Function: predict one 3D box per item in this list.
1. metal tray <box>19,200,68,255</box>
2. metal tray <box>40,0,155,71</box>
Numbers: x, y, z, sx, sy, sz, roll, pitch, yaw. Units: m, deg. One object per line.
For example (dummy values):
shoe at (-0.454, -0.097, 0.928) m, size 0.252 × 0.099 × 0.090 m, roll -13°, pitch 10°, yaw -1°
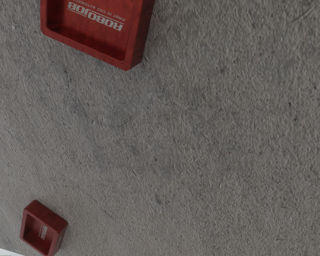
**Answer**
metal tray at (-0.257, 0.225, 0.678) m, size 0.090 × 0.030 × 0.129 m, roll 32°, pitch 129°, yaw 7°
metal tray at (-0.077, -0.133, 0.361) m, size 0.130 × 0.030 × 0.089 m, roll 26°, pitch 128°, yaw 12°
